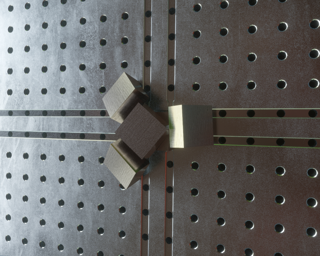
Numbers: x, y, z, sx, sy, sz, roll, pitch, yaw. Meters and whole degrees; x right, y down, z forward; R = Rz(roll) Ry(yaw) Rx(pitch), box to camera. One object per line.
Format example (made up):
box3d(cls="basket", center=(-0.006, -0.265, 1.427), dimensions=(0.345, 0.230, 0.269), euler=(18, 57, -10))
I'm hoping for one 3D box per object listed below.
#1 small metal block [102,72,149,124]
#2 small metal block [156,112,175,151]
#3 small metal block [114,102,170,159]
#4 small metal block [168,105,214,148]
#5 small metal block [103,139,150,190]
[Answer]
box3d(cls="small metal block", center=(-0.047, -0.040, 0.417), dimensions=(0.050, 0.025, 0.050), euler=(-48, 40, 13))
box3d(cls="small metal block", center=(-0.007, 0.003, 0.416), dimensions=(0.050, 0.025, 0.050), euler=(2, 93, 20))
box3d(cls="small metal block", center=(-0.020, 0.003, 0.393), dimensions=(0.050, 0.025, 0.050), euler=(43, 103, 14))
box3d(cls="small metal block", center=(0.039, -0.002, 0.383), dimensions=(0.025, 0.050, 0.050), euler=(-4, 88, 53))
box3d(cls="small metal block", center=(-0.046, 0.047, 0.416), dimensions=(0.050, 0.025, 0.050), euler=(47, 142, 14))
